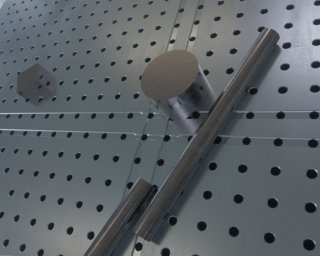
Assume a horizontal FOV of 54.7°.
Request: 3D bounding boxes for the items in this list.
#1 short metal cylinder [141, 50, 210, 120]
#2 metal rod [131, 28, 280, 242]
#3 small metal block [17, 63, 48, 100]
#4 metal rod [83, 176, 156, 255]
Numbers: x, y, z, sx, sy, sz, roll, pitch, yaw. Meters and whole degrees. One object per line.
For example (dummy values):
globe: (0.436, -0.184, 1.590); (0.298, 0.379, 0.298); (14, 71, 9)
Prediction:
short metal cylinder: (0.022, -0.058, 0.416); (0.080, 0.050, 0.080); (-13, 56, 21)
metal rod: (0.062, -0.001, 0.376); (0.025, 0.025, 0.300); (26, 75, 37)
small metal block: (-0.243, -0.089, 0.590); (0.050, 0.025, 0.050); (-26, 53, 11)
metal rod: (-0.101, 0.186, 0.346); (0.025, 0.025, 0.300); (27, 76, 37)
